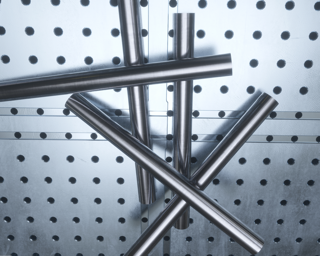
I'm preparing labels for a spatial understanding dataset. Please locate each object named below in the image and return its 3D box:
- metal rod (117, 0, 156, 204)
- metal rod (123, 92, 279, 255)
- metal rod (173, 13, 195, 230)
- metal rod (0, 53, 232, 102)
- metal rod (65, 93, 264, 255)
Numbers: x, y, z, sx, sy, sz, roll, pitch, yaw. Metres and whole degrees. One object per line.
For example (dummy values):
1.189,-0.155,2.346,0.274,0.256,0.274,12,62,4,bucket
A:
-0.028,-0.036,0.399,0.025,0.025,0.298,-4,110,1,metal rod
0.049,0.076,0.417,0.025,0.025,0.299,38,97,-13,metal rod
0.030,0.005,0.415,0.025,0.025,0.298,-1,110,0,metal rod
-0.069,-0.057,0.369,0.301,0.025,0.025,-5,110,10,metal rod
0.004,0.056,0.394,0.300,0.025,0.025,38,106,2,metal rod
